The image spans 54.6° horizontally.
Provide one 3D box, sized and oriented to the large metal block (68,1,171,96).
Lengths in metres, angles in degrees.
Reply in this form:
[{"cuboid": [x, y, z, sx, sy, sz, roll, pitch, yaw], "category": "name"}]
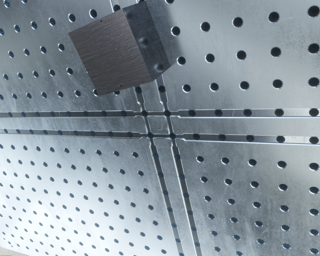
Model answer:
[{"cuboid": [-0.046, -0.091, 0.363, 0.080, 0.050, 0.080, -10, 113, 32], "category": "large metal block"}]
